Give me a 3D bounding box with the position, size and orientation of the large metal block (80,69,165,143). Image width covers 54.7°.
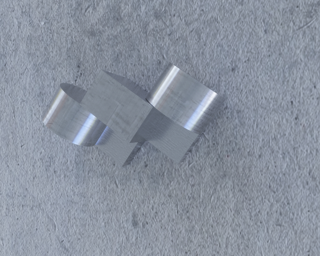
[{"bbox_3d":[-0.039,-0.026,0.395,0.080,0.080,0.050,37,102,16],"label":"large metal block"}]

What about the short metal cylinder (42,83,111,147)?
[{"bbox_3d":[-0.110,-0.018,0.420,0.080,0.080,0.050,37,102,16],"label":"short metal cylinder"}]

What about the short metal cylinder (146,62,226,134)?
[{"bbox_3d":[0.031,-0.036,0.370,0.080,0.080,0.050,37,102,16],"label":"short metal cylinder"}]

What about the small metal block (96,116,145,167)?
[{"bbox_3d":[-0.053,0.017,0.429,0.050,0.025,0.050,37,102,16],"label":"small metal block"}]

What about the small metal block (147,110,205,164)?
[{"bbox_3d":[0.021,0.011,0.403,0.050,0.025,0.050,37,102,16],"label":"small metal block"}]
